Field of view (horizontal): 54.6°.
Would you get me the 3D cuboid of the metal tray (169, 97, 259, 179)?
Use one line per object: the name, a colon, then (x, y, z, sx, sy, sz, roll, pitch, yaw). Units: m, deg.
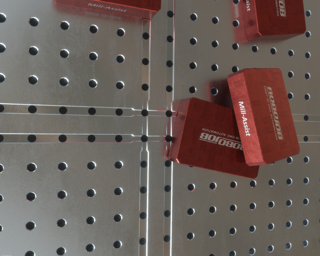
metal tray: (0.085, 0.016, 0.441, 0.131, 0.030, 0.090, 14, 85, -20)

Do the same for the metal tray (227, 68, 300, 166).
metal tray: (0.149, -0.018, 0.442, 0.091, 0.030, 0.129, -9, 85, -37)

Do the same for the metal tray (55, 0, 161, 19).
metal tray: (-0.063, -0.195, 0.386, 0.131, 0.030, 0.090, 3, 89, -20)

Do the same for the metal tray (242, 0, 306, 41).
metal tray: (0.170, -0.203, 0.472, 0.091, 0.030, 0.129, -9, 93, -20)
